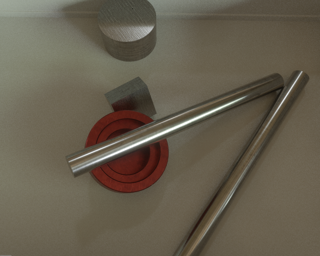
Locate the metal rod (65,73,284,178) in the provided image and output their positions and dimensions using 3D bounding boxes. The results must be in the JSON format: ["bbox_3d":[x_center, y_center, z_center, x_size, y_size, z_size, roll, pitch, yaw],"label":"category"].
[{"bbox_3d":[0.036,-0.012,0.380,0.302,0.025,0.025,-22,71,-22],"label":"metal rod"}]

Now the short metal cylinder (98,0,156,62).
[{"bbox_3d":[-0.045,-0.144,0.448,0.081,0.050,0.080,0,70,0],"label":"short metal cylinder"}]

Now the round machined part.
[{"bbox_3d":[-0.042,0.031,0.379,0.099,0.042,0.098,5,75,-17],"label":"round machined part"}]

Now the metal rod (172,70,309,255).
[{"bbox_3d":[0.111,0.041,0.395,0.025,0.025,0.300,34,73,11],"label":"metal rod"}]

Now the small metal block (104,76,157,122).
[{"bbox_3d":[-0.037,-0.031,0.404,0.050,0.050,0.025,-30,46,-10],"label":"small metal block"}]
